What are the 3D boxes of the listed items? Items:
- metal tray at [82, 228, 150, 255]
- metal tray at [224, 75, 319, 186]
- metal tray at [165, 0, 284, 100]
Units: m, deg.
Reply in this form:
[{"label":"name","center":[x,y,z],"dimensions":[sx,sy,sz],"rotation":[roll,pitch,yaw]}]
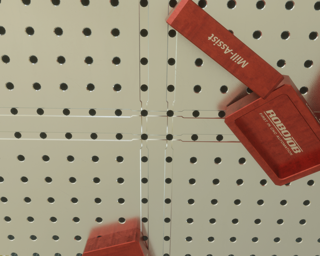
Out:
[{"label":"metal tray","center":[-0.057,0.229,0.495],"dimensions":[0.090,0.030,0.129],"rotation":[-15,110,5]},{"label":"metal tray","center":[0.157,0.008,0.400],"dimensions":[0.090,0.030,0.130],"rotation":[-32,108,30]},{"label":"metal tray","center":[0.067,-0.091,0.345],"dimensions":[0.130,0.090,0.030],"rotation":[35,107,-12]}]
